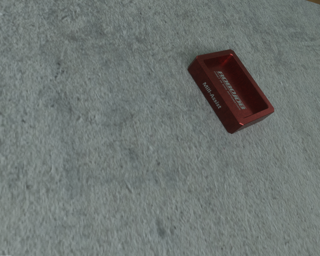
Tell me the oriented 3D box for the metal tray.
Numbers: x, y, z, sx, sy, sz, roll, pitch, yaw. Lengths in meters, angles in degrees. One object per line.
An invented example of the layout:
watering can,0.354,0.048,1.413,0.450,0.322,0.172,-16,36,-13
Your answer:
metal tray,0.114,-0.062,0.499,0.091,0.030,0.130,-20,72,-35
